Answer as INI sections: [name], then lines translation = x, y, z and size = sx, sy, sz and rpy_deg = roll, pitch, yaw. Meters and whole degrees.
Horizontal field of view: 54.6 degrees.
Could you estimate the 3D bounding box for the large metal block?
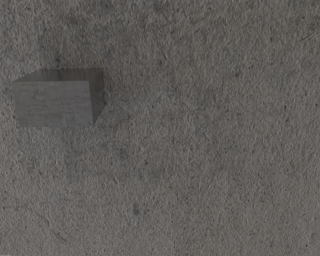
[large metal block]
translation = -0.113, -0.039, 0.365
size = 0.080, 0.080, 0.050
rpy_deg = -1, 110, 0
